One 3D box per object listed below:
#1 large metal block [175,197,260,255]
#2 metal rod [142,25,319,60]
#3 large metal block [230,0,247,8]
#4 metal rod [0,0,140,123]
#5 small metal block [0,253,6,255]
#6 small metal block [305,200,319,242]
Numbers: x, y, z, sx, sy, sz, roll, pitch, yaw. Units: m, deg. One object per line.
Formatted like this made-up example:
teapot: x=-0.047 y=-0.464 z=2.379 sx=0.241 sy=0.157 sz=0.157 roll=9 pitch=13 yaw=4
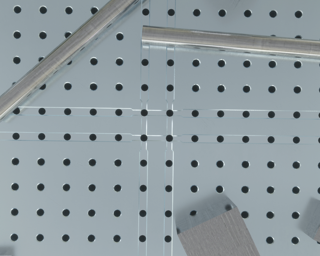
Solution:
large metal block: x=0.075 y=0.149 z=0.401 sx=0.080 sy=0.050 sz=0.080 roll=-25 pitch=90 yaw=0
metal rod: x=0.127 y=-0.112 z=0.414 sx=0.302 sy=0.025 sz=0.025 roll=5 pitch=90 yaw=0
large metal block: x=0.102 y=-0.212 z=0.386 sx=0.050 sy=0.080 sz=0.080 roll=-35 pitch=90 yaw=0
metal rod: x=-0.109 y=-0.115 z=0.412 sx=0.300 sy=0.025 sz=0.025 roll=-41 pitch=90 yaw=0
small metal block: x=-0.235 y=0.197 z=0.412 sx=0.050 sy=0.025 sz=0.050 roll=-2 pitch=90 yaw=0
small metal block: x=0.233 y=0.133 z=0.415 sx=0.050 sy=0.025 sz=0.050 roll=25 pitch=90 yaw=0
